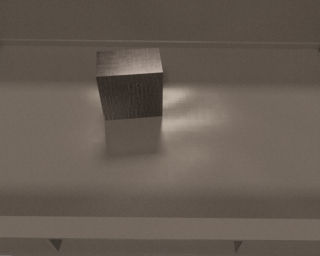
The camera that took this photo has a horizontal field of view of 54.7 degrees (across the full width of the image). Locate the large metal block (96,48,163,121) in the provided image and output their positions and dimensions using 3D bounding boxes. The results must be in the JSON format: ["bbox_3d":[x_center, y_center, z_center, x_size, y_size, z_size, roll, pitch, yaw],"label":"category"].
[{"bbox_3d":[-0.039,-0.058,0.417,0.081,0.080,0.050,-5,50,-5],"label":"large metal block"}]
